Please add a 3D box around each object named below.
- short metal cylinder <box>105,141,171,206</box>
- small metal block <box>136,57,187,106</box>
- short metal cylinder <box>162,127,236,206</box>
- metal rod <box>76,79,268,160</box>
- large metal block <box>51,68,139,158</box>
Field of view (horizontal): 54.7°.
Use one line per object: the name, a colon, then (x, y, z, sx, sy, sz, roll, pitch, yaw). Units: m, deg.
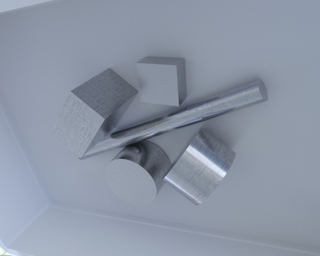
short metal cylinder: (-0.031, 0.064, 0.444, 0.080, 0.050, 0.079, 13, 124, 20)
small metal block: (0.003, -0.056, 0.369, 0.050, 0.025, 0.050, 8, 122, 23)
short metal cylinder: (0.046, 0.046, 0.375, 0.050, 0.080, 0.079, 37, 129, 3)
metal rod: (-0.009, -0.001, 0.410, 0.300, 0.025, 0.025, -19, 109, 35)
large metal block: (-0.084, -0.021, 0.402, 0.050, 0.080, 0.080, 40, 129, 1)
